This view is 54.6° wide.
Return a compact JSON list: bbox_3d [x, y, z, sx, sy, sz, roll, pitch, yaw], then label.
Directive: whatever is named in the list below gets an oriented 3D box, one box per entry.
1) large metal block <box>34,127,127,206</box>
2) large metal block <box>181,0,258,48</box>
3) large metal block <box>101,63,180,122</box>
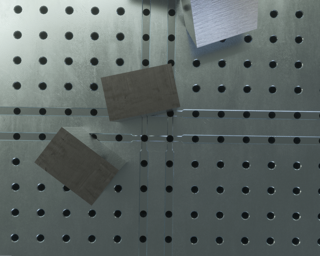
[{"bbox_3d":[-0.093,0.042,0.385,0.080,0.080,0.050,37,90,0],"label":"large metal block"},{"bbox_3d":[0.071,-0.157,0.380,0.080,0.080,0.050,-18,50,0],"label":"large metal block"},{"bbox_3d":[-0.022,-0.040,0.386,0.080,0.080,0.050,-12,90,0],"label":"large metal block"}]
